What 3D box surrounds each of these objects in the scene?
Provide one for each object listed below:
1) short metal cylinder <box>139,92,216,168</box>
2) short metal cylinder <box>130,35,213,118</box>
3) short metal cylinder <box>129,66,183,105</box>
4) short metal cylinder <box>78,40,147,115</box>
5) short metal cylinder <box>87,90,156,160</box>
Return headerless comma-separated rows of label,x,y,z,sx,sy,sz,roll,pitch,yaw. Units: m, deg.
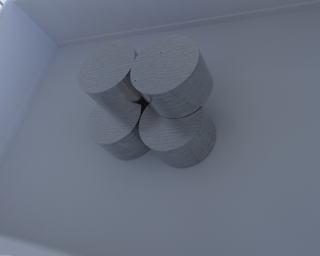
short metal cylinder,0.022,0.002,0.375,0.080,0.050,0.080,-13,56,21
short metal cylinder,0.014,-0.058,0.350,0.080,0.050,0.080,-13,56,21
short metal cylinder,0.006,-0.062,0.423,0.080,0.050,0.080,-13,56,21
short metal cylinder,-0.055,-0.063,0.391,0.080,0.050,0.080,-13,56,21
short metal cylinder,-0.049,-0.004,0.416,0.080,0.050,0.080,-13,56,21
